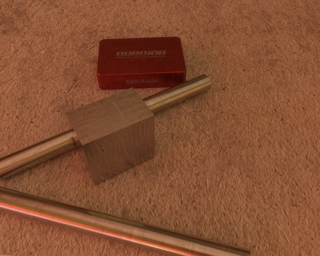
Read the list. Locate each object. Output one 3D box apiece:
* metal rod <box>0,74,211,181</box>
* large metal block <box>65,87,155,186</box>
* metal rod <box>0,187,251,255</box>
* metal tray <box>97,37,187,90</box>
[{"bbox_3d":[-0.061,-0.009,0.410,0.302,0.025,0.025,-25,55,-20],"label":"metal rod"},{"bbox_3d":[-0.053,0.010,0.358,0.081,0.080,0.050,-24,54,-19],"label":"large metal block"},{"bbox_3d":[-0.062,0.099,0.318,0.301,0.025,0.025,11,51,9],"label":"metal rod"},{"bbox_3d":[-0.029,-0.104,0.487,0.131,0.030,0.090,-3,50,-3],"label":"metal tray"}]
